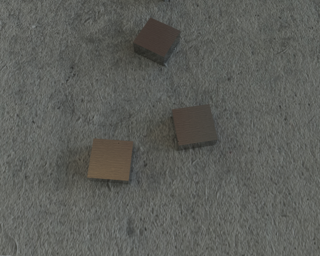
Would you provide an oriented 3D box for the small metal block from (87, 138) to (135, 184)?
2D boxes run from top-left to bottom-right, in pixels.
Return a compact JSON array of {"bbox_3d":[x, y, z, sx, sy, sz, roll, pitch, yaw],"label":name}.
[{"bbox_3d":[-0.061,0.042,0.392,0.050,0.025,0.050,4,70,1],"label":"small metal block"}]

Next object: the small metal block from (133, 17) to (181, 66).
[{"bbox_3d":[-0.004,-0.126,0.454,0.050,0.025,0.050,27,72,9],"label":"small metal block"}]

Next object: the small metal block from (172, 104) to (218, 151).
[{"bbox_3d":[0.044,-0.001,0.408,0.050,0.025,0.050,-8,70,-3],"label":"small metal block"}]
